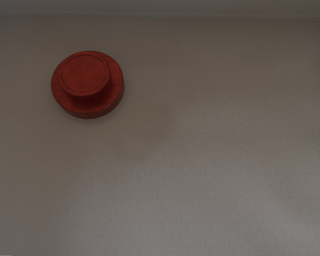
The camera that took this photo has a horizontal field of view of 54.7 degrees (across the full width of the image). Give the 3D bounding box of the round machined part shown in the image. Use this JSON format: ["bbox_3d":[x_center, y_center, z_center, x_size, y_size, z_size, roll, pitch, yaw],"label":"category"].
[{"bbox_3d":[-0.100,-0.065,0.423,0.099,0.042,0.098,0,70,-1],"label":"round machined part"}]
